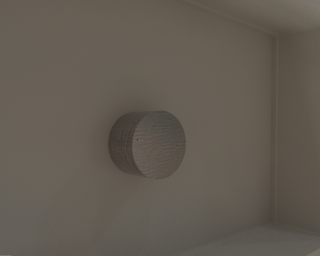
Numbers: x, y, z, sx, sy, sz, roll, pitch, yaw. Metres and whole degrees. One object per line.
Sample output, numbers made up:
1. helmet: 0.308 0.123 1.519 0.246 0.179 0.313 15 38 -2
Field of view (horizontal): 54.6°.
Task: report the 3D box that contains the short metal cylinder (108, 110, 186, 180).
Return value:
1. short metal cylinder: -0.015 0.019 0.377 0.081 0.050 0.080 0 90 -40
